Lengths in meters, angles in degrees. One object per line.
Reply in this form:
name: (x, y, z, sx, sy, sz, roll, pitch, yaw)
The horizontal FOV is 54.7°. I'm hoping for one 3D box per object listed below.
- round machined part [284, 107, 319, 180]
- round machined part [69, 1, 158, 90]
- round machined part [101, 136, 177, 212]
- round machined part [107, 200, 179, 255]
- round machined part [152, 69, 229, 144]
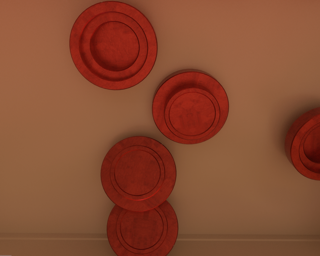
round machined part: (0.215, 0.017, 0.412, 0.099, 0.042, 0.097, 0, 110, -1)
round machined part: (-0.052, -0.097, 0.366, 0.099, 0.042, 0.097, 0, 110, -1)
round machined part: (-0.028, 0.058, 0.400, 0.099, 0.042, 0.098, 0, 79, -1)
round machined part: (-0.024, 0.136, 0.425, 0.099, 0.042, 0.098, 0, 71, -1)
round machined part: (0.039, -0.023, 0.394, 0.099, 0.042, 0.097, 0, 110, -1)
